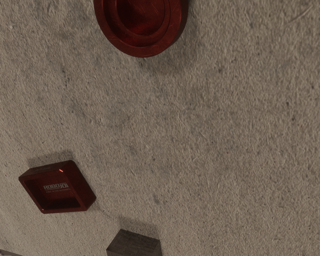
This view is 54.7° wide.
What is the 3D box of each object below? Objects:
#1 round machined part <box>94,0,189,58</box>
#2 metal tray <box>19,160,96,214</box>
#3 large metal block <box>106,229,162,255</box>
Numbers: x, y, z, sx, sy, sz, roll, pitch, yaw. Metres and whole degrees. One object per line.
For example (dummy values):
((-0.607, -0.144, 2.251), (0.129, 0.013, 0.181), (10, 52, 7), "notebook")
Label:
((-0.016, -0.127, 0.324), (0.098, 0.042, 0.097), (13, 124, 20), "round machined part")
((-0.190, 0.112, 0.569), (0.130, 0.030, 0.090), (-14, 112, 33), "metal tray")
((-0.043, 0.238, 0.559), (0.080, 0.050, 0.079), (7, 122, 24), "large metal block")
